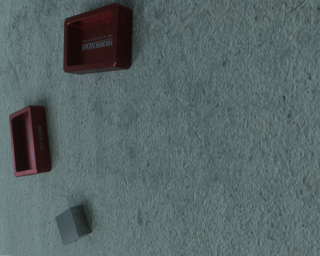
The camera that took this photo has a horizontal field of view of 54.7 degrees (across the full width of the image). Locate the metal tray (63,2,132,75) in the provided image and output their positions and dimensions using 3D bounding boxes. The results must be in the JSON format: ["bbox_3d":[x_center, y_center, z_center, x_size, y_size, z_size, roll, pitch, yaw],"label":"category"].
[{"bbox_3d":[-0.101,-0.134,0.484,0.130,0.030,0.089,3,92,40],"label":"metal tray"}]

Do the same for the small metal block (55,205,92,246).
[{"bbox_3d":[-0.148,0.165,0.528,0.050,0.025,0.050,-36,68,34],"label":"small metal block"}]

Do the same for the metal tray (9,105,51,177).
[{"bbox_3d":[-0.260,0.028,0.616,0.090,0.030,0.129,-14,81,39],"label":"metal tray"}]
